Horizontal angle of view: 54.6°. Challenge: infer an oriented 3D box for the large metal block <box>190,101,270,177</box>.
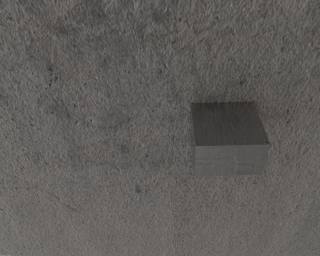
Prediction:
[{"bbox_3d":[0.080,0.012,0.382,0.080,0.080,0.050,-2,130,1],"label":"large metal block"}]
